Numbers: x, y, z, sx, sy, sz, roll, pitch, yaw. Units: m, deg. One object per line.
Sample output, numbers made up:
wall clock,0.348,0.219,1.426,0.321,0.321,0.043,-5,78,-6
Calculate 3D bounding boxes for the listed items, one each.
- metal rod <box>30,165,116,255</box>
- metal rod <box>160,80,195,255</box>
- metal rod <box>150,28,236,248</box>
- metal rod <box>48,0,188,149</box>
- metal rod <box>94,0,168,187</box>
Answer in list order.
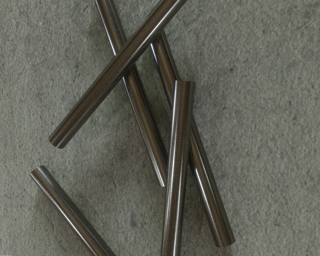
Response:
metal rod,-0.087,0.171,0.438,0.300,0.025,0.025,46,104,13
metal rod,0.018,0.092,0.384,0.025,0.025,0.298,7,99,19
metal rod,0.035,0.000,0.396,0.025,0.025,0.299,-20,84,18
metal rod,-0.045,-0.087,0.396,0.025,0.025,0.299,46,104,14
metal rod,-0.039,-0.066,0.421,0.025,0.025,0.299,-22,83,18
